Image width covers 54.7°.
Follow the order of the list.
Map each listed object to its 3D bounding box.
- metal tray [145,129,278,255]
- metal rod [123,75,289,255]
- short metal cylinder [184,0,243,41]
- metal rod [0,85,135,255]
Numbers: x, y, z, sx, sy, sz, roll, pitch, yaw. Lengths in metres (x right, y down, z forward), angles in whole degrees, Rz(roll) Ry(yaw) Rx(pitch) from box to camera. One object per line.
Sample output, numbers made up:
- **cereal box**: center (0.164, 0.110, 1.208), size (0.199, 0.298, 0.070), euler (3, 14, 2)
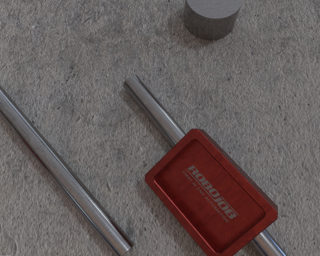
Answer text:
- **metal tray**: center (0.056, 0.075, 0.356), size (0.090, 0.030, 0.130), euler (-46, 73, 13)
- **metal rod**: center (0.050, 0.047, 0.391), size (0.025, 0.025, 0.300), euler (-36, 74, -12)
- **short metal cylinder**: center (0.077, -0.179, 0.461), size (0.081, 0.050, 0.080), euler (0, 70, 0)
- **metal rod**: center (-0.140, 0.040, 0.392), size (0.025, 0.025, 0.300), euler (-41, 75, -14)
